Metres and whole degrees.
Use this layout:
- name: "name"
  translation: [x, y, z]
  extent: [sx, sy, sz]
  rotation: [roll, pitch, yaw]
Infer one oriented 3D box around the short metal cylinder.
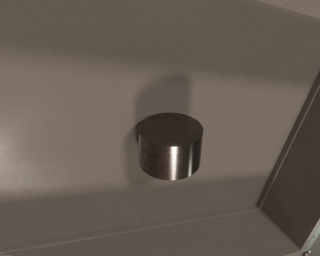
- name: "short metal cylinder"
  translation: [0.013, 0.021, 0.395]
  extent: [0.081, 0.080, 0.050]
  rotation: [-13, 124, -22]
